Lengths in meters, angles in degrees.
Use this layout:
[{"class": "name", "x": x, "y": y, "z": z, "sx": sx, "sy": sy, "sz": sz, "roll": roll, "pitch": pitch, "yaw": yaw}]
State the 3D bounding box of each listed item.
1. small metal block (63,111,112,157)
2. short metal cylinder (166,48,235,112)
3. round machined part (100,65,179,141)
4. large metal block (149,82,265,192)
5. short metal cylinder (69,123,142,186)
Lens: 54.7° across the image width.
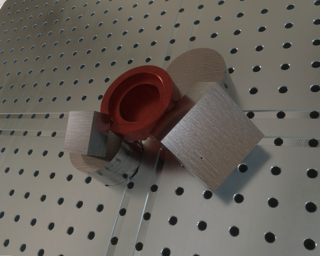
[{"class": "small metal block", "x": -0.087, "y": 0.007, "z": 0.370, "sx": 0.050, "sy": 0.025, "sz": 0.050, "roll": 2, "pitch": 81, "yaw": 42}, {"class": "short metal cylinder", "x": 0.051, "y": -0.056, "z": 0.399, "sx": 0.080, "sy": 0.050, "sz": 0.080, "roll": -13, "pitch": 56, "yaw": 21}, {"class": "round machined part", "x": -0.022, "y": -0.027, "z": 0.387, "sx": 0.098, "sy": 0.042, "sz": 0.098, "roll": -13, "pitch": 56, "yaw": 21}, {"class": "large metal block", "x": 0.049, "y": 0.007, "z": 0.334, "sx": 0.080, "sy": 0.080, "sz": 0.050, "roll": -47, "pitch": 17, "yaw": -5}, {"class": "short metal cylinder", "x": -0.071, "y": 0.030, "z": 0.411, "sx": 0.080, "sy": 0.050, "sz": 0.080, "roll": -13, "pitch": 56, "yaw": 21}]
